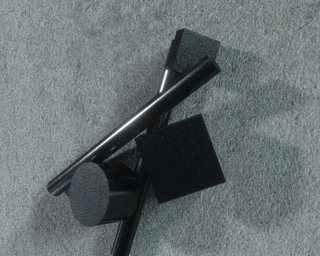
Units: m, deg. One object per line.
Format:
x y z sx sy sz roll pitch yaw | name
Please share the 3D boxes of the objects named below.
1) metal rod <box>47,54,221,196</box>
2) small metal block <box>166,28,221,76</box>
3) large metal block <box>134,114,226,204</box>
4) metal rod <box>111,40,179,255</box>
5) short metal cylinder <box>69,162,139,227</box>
-0.049 0.009 0.409 0.299 0.025 0.025 -37 78 23 | metal rod
0.041 -0.089 0.382 0.050 0.025 0.050 14 96 -21 | small metal block
0.025 0.034 0.372 0.080 0.050 0.080 -20 93 6 | large metal block
-0.014 0.033 0.414 0.025 0.025 0.298 18 96 19 | metal rod
-0.075 0.086 0.410 0.080 0.050 0.080 -7 79 39 | short metal cylinder
